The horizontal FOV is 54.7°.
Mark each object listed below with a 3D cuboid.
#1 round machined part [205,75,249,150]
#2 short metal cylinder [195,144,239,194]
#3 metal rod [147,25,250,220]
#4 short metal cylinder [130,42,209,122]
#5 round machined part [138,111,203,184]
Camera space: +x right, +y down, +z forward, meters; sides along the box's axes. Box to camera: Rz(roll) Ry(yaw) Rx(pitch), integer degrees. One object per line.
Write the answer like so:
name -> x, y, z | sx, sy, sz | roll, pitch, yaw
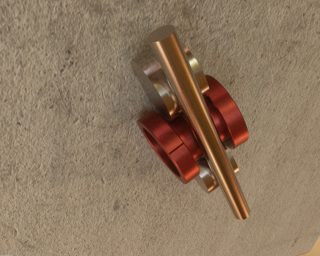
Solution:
round machined part -> 0.064, -0.014, 0.390 | 0.042, 0.098, 0.098 | -31, 129, -3
short metal cylinder -> 0.066, 0.046, 0.439 | 0.050, 0.080, 0.080 | -34, 129, -6
metal rod -> 0.059, 0.021, 0.352 | 0.025, 0.025, 0.299 | -35, 129, -6
short metal cylinder -> 0.010, -0.054, 0.346 | 0.050, 0.080, 0.080 | -34, 129, -6
round machined part -> 0.018, 0.018, 0.382 | 0.042, 0.098, 0.098 | -37, 130, -9
